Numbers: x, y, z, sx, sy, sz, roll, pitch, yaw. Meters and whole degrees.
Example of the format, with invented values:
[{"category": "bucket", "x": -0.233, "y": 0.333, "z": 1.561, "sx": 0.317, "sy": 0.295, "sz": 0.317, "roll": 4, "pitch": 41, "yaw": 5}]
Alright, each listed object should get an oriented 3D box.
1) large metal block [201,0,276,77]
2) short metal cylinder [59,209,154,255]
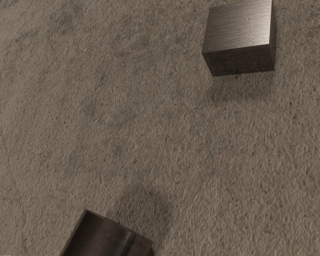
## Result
[{"category": "large metal block", "x": 0.106, "y": -0.118, "z": 0.404, "sx": 0.080, "sy": 0.050, "sz": 0.080, "roll": -1, "pitch": 61, "yaw": 27}, {"category": "short metal cylinder", "x": -0.054, "y": 0.124, "z": 0.320, "sx": 0.080, "sy": 0.080, "sz": 0.050, "roll": 15, "pitch": 70, "yaw": 33}]
